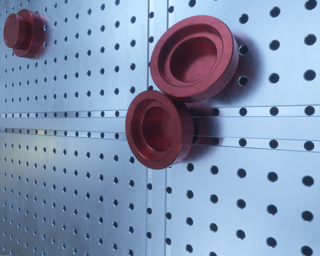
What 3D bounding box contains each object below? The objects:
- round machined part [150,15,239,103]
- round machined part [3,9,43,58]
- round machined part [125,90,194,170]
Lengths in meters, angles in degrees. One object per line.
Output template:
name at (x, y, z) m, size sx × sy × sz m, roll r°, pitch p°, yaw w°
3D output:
round machined part at (0.041, -0.073, 0.352) m, size 0.098 × 0.042 × 0.098 m, roll -10°, pitch 69°, yaw 27°
round machined part at (-0.285, -0.195, 0.636) m, size 0.098 × 0.042 × 0.097 m, roll 0°, pitch 90°, yaw 40°
round machined part at (0.004, 0.001, 0.391) m, size 0.098 × 0.042 × 0.097 m, roll 7°, pitch 101°, yaw 43°
